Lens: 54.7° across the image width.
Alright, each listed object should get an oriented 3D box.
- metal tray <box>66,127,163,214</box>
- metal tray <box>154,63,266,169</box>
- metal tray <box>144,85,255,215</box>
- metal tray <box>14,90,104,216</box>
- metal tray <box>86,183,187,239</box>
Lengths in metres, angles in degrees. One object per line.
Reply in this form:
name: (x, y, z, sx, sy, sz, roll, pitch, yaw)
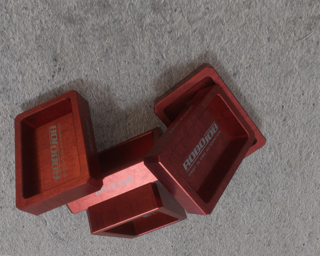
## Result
metal tray: (-0.053, 0.050, 0.394, 0.130, 0.090, 0.030, -23, 109, 8)
metal tray: (0.065, -0.007, 0.406, 0.090, 0.030, 0.130, -37, 107, 12)
metal tray: (0.052, 0.023, 0.361, 0.090, 0.030, 0.130, 50, 58, -16)
metal tray: (-0.124, 0.026, 0.368, 0.090, 0.130, 0.030, -23, 147, 7)
metal tray: (-0.024, 0.113, 0.406, 0.090, 0.130, 0.030, -23, 64, 8)
